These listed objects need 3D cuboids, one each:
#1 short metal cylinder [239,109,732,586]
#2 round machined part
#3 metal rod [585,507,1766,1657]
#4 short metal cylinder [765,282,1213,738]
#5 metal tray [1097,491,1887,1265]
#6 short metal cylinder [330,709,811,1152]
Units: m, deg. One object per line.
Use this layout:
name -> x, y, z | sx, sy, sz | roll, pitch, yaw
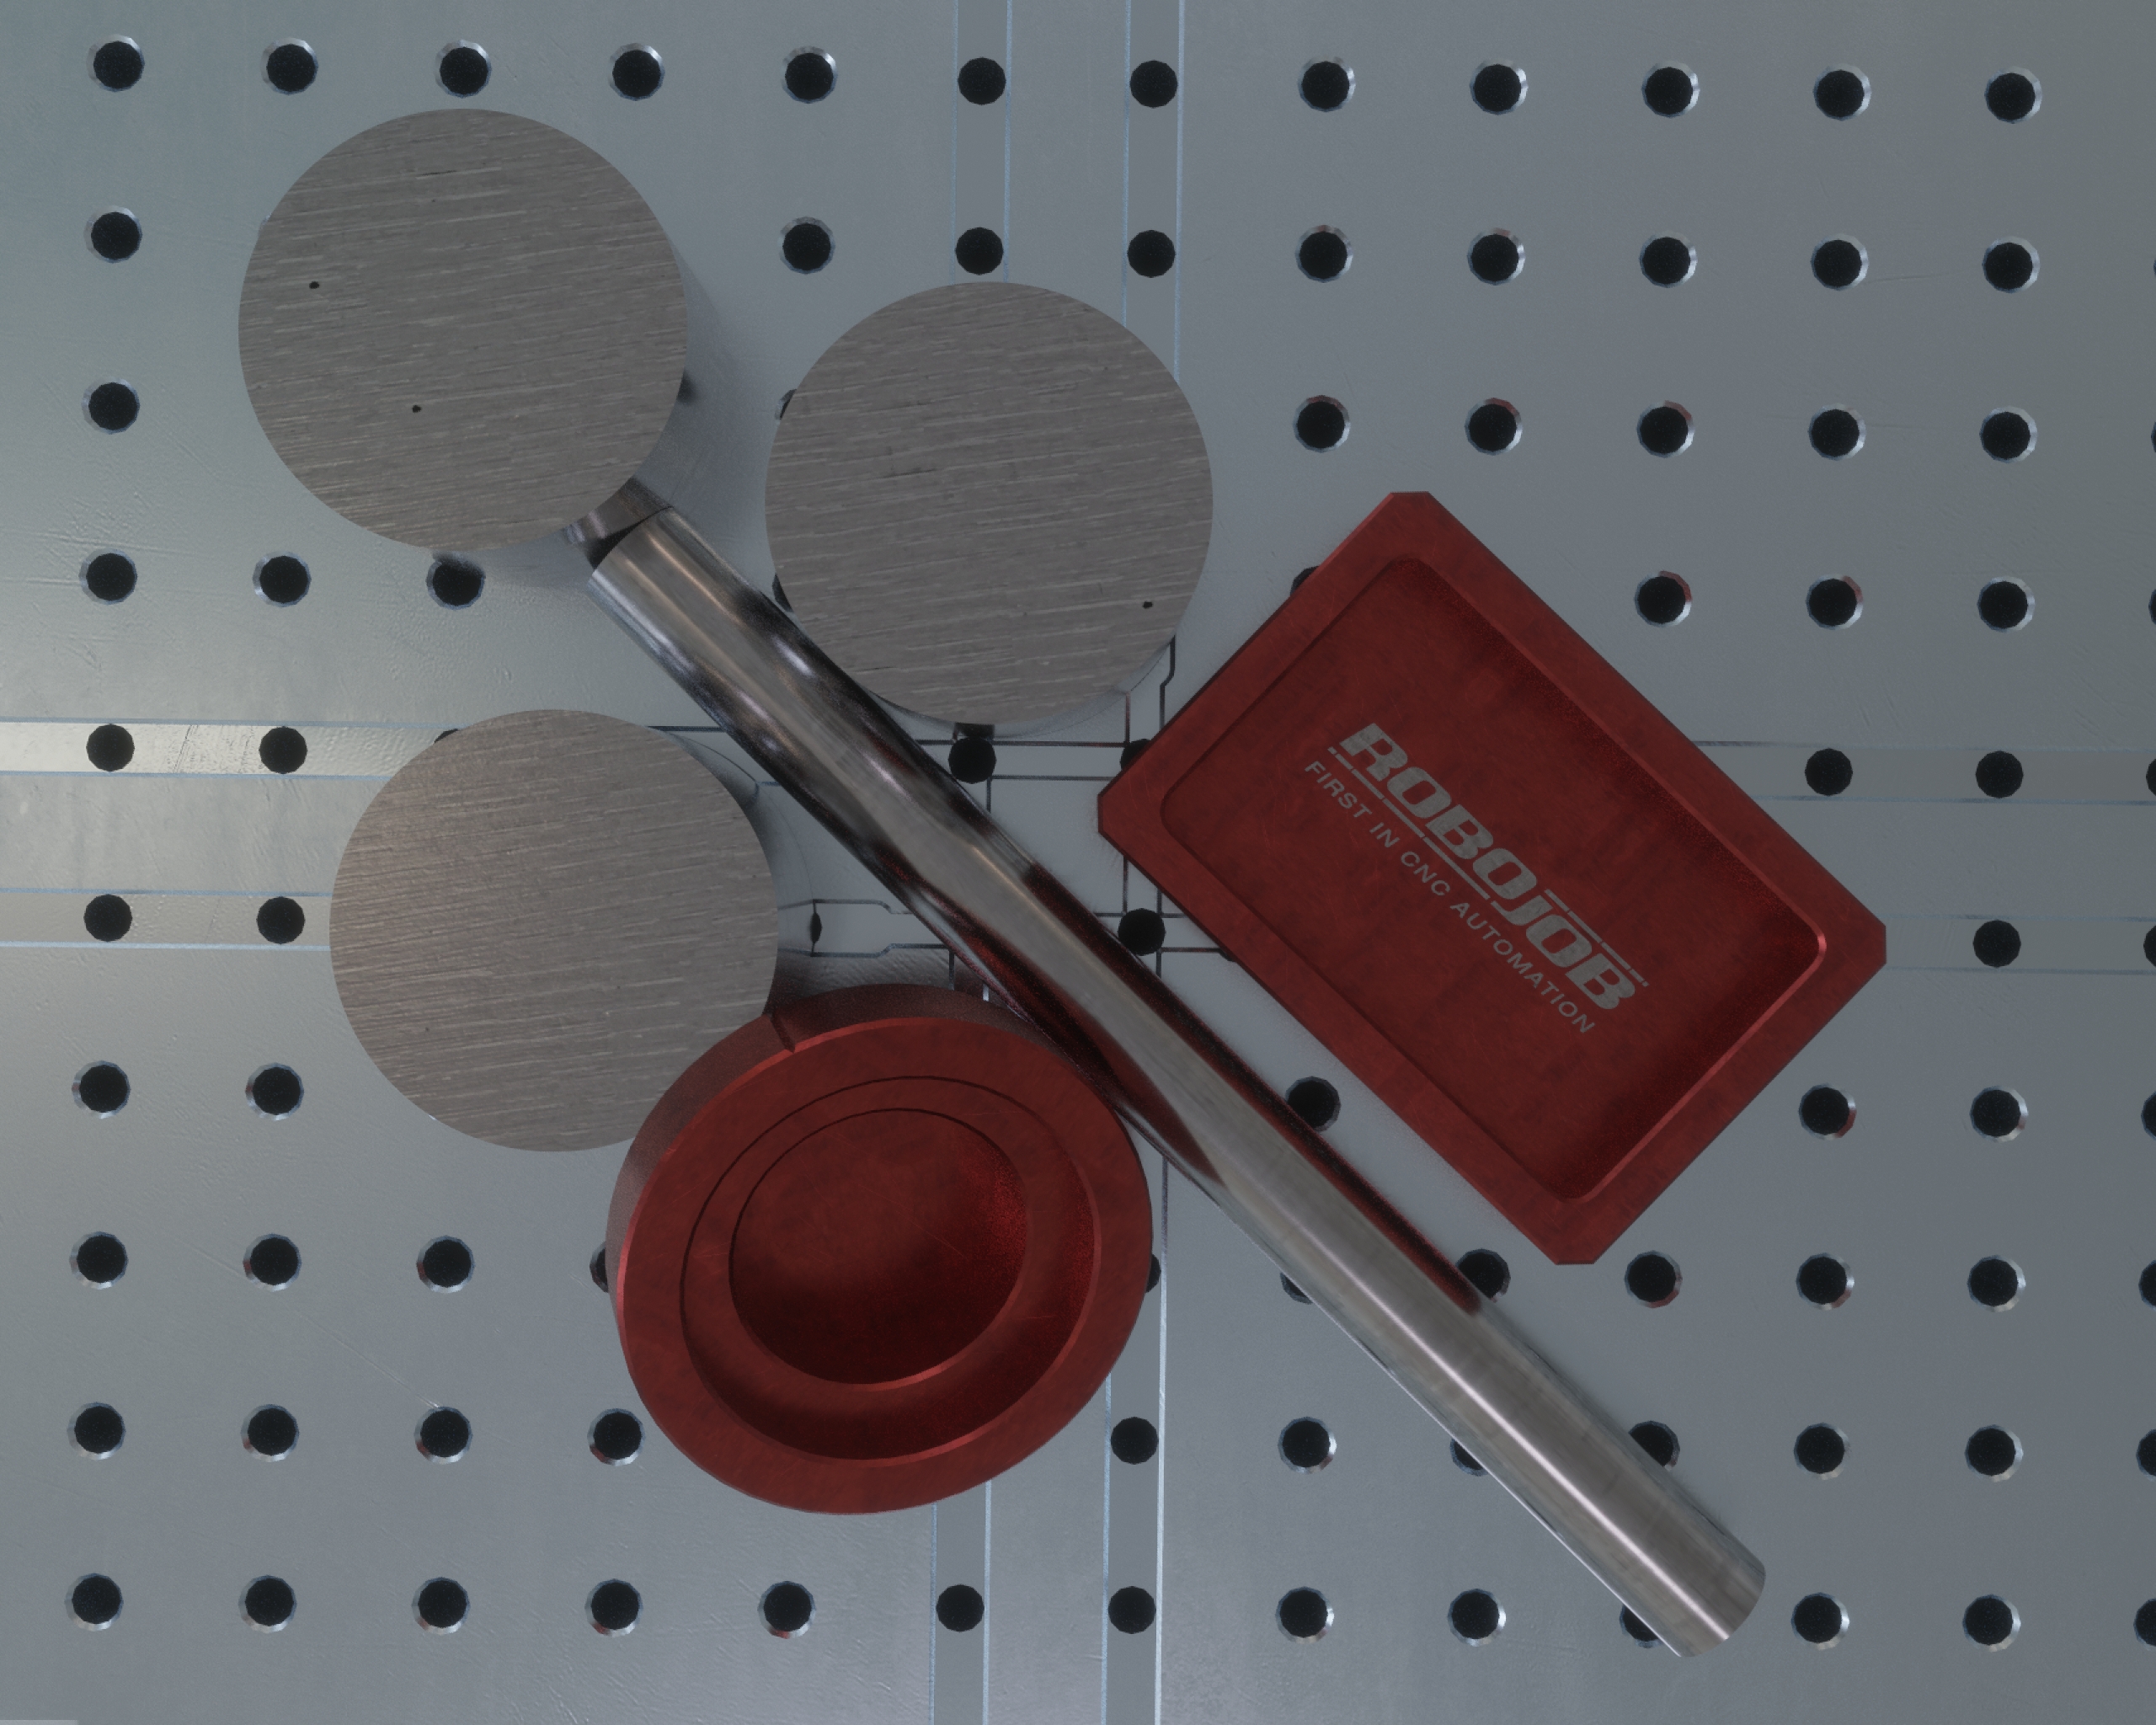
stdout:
short metal cylinder -> -0.110, -0.096, 0.400 | 0.081, 0.050, 0.080 | 0, 90, 0
round machined part -> -0.039, 0.069, 0.394 | 0.099, 0.042, 0.097 | -5, 107, -18
metal rod -> 0.019, 0.043, 0.414 | 0.300, 0.025, 0.025 | 44, 90, 0
short metal cylinder -> -0.016, -0.065, 0.400 | 0.081, 0.050, 0.080 | 0, 90, 0
metal tray -> 0.079, 0.003, 0.410 | 0.130, 0.030, 0.090 | 44, 90, 0
short metal cylinder -> -0.094, 0.012, 0.400 | 0.081, 0.050, 0.080 | 0, 90, 0
